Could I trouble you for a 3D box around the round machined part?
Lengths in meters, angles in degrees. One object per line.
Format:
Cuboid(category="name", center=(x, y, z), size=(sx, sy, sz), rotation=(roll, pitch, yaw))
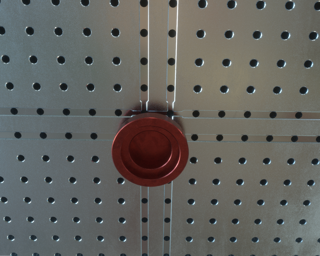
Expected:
Cuboid(category="round machined part", center=(-0.012, 0.025, 0.414), size=(0.099, 0.042, 0.097), rotation=(0, 110, 0))
